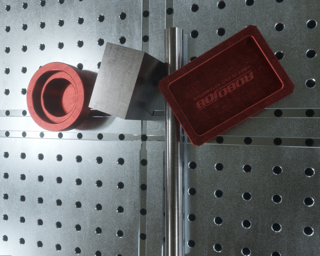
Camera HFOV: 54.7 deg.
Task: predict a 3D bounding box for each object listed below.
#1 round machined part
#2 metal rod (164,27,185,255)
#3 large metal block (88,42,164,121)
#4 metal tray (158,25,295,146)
[{"bbox_3d":[-0.140,-0.044,0.451,0.098,0.042,0.097,0,90,19],"label":"round machined part"},{"bbox_3d":[0.019,0.021,0.405,0.025,0.025,0.298,0,90,19],"label":"metal rod"},{"bbox_3d":[-0.038,-0.055,0.396,0.050,0.080,0.080,19,96,18],"label":"large metal block"},{"bbox_3d":[0.076,-0.048,0.367,0.130,0.030,0.090,-31,86,7],"label":"metal tray"}]
